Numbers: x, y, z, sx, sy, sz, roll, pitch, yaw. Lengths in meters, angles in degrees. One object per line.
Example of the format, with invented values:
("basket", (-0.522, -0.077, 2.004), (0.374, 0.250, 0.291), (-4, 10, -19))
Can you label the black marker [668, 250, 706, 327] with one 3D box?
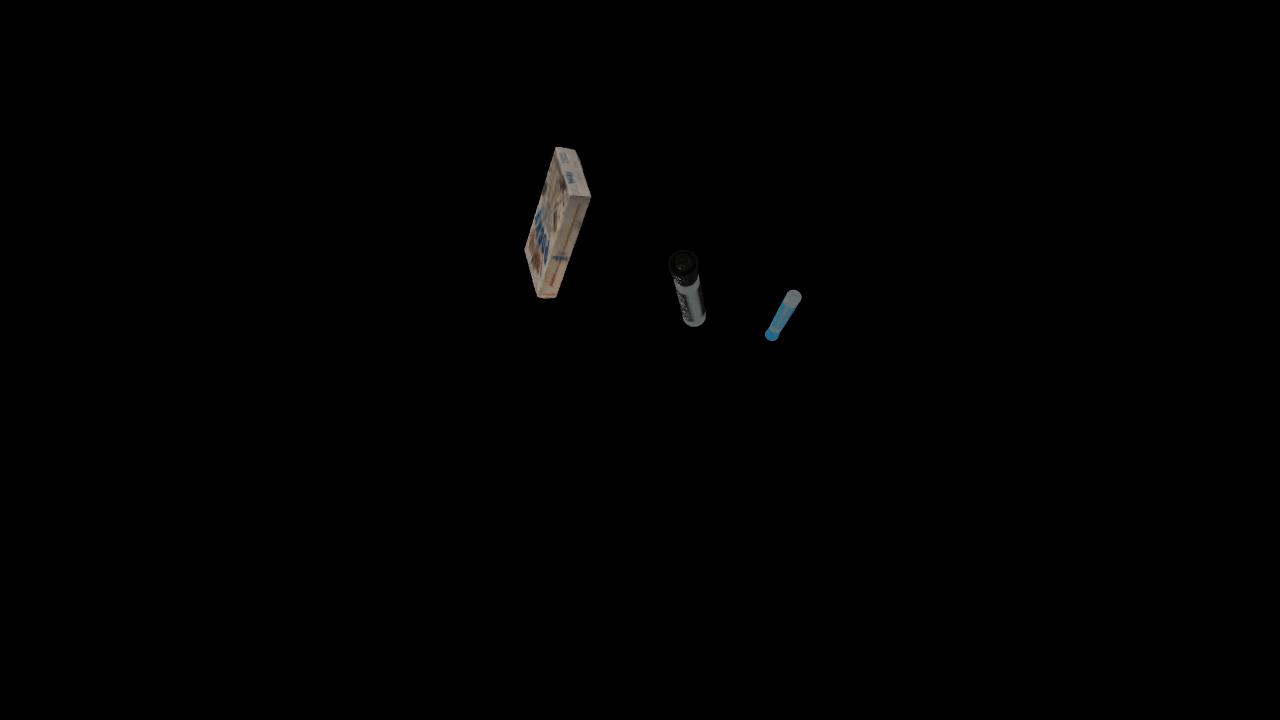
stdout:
("black marker", (0.035, -0.048, 0.435), (0.020, 0.020, 0.121), (0, -13, 8))

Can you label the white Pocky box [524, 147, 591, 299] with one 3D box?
("white Pocky box", (-0.095, -0.152, 0.696), (0.028, 0.084, 0.154), (-1, -37, -26))

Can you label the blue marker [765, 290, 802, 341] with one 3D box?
("blue marker", (0.184, -0.055, 0.800), (0.020, 0.020, 0.121), (0, -22, -2))
